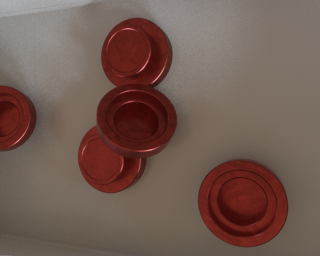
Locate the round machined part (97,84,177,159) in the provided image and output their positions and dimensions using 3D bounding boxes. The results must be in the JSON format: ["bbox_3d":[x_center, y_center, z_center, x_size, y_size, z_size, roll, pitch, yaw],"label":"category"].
[{"bbox_3d":[-0.031,-0.005,0.394,0.099,0.042,0.098,6,59,-9],"label":"round machined part"}]

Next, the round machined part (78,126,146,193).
[{"bbox_3d":[-0.072,0.042,0.427,0.098,0.042,0.097,0,90,20],"label":"round machined part"}]

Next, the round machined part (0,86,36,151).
[{"bbox_3d":[-0.238,-0.012,0.475,0.099,0.042,0.098,0,80,2],"label":"round machined part"}]

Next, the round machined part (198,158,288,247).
[{"bbox_3d":[0.098,0.085,0.367,0.098,0.042,0.097,0,90,20],"label":"round machined part"}]

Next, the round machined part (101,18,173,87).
[{"bbox_3d":[-0.036,-0.099,0.414,0.098,0.042,0.097,0,90,20],"label":"round machined part"}]
